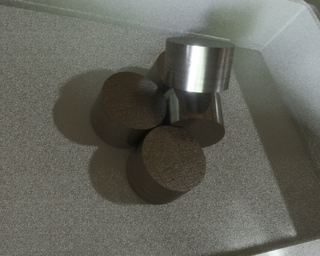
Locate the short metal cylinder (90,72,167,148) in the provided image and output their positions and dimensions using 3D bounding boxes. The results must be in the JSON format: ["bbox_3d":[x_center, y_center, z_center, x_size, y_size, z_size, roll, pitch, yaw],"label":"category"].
[{"bbox_3d":[-0.039,-0.022,0.380,0.081,0.050,0.080,14,56,-21],"label":"short metal cylinder"}]

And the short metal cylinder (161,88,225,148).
[{"bbox_3d":[0.040,-0.012,0.400,0.081,0.080,0.050,13,57,-22],"label":"short metal cylinder"}]

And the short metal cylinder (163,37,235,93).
[{"bbox_3d":[0.045,-0.078,0.371,0.081,0.050,0.080,4,23,-1],"label":"short metal cylinder"}]

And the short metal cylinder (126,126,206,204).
[{"bbox_3d":[0.007,0.044,0.365,0.081,0.050,0.080,14,56,-21],"label":"short metal cylinder"}]

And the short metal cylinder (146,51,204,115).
[{"bbox_3d":[0.022,-0.064,0.440,0.081,0.050,0.080,14,56,-21],"label":"short metal cylinder"}]
